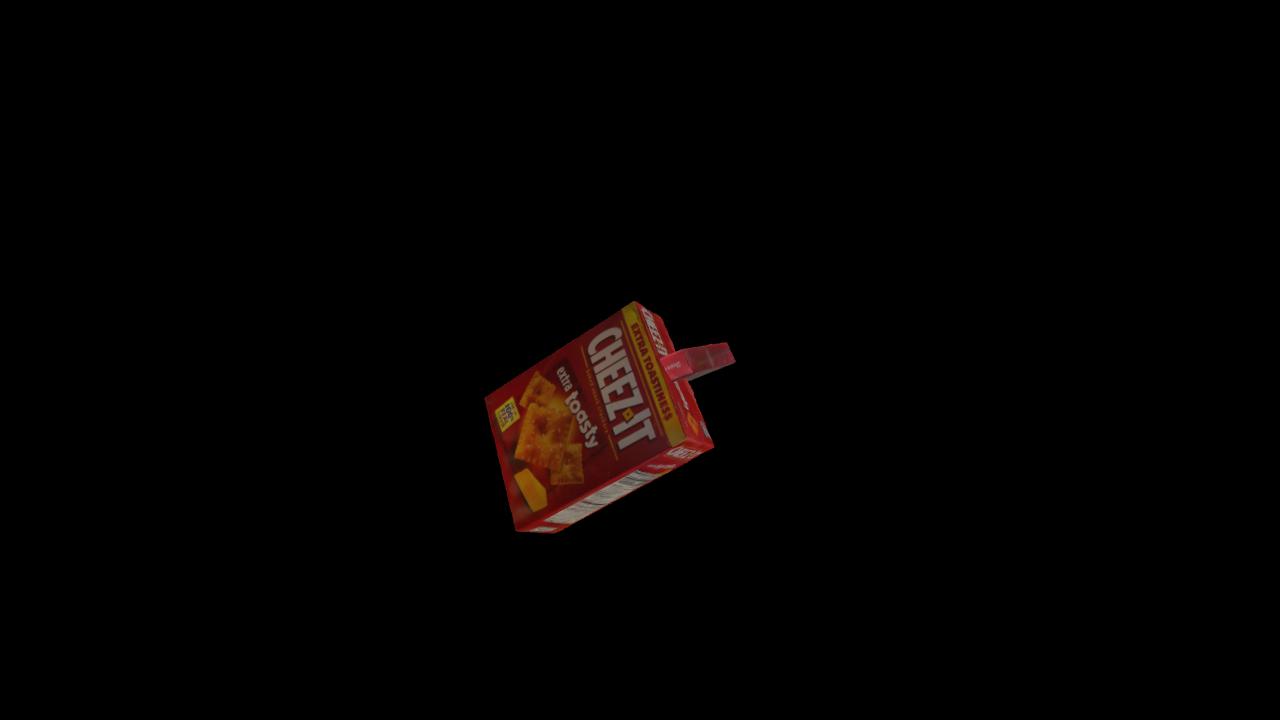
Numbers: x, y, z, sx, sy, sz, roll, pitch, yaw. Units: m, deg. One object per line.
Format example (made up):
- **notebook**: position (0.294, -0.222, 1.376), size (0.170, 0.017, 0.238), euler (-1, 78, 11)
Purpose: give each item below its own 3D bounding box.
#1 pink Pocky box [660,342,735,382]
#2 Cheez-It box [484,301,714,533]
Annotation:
- **pink Pocky box**: position (0.043, 0.010, 0.674), size (0.084, 0.029, 0.155), euler (-23, -6, 24)
- **Cheez-It box**: position (-0.052, 0.066, 0.658), size (0.223, 0.166, 0.071), euler (-31, -28, 20)
